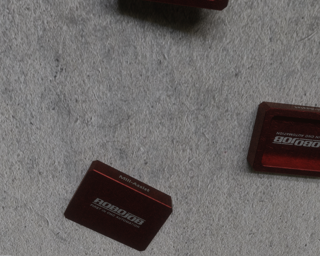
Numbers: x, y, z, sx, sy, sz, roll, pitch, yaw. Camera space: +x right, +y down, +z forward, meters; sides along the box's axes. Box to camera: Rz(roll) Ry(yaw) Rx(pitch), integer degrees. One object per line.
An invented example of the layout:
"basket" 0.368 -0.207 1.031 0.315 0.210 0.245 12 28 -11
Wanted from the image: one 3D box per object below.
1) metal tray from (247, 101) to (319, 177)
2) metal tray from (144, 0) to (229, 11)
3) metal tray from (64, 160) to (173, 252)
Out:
"metal tray" 0.192 0.017 0.414 0.131 0.030 0.089 6 110 -3
"metal tray" 0.011 -0.176 0.312 0.131 0.030 0.089 12 129 10
"metal tray" -0.059 0.114 0.449 0.131 0.030 0.090 29 107 -10
